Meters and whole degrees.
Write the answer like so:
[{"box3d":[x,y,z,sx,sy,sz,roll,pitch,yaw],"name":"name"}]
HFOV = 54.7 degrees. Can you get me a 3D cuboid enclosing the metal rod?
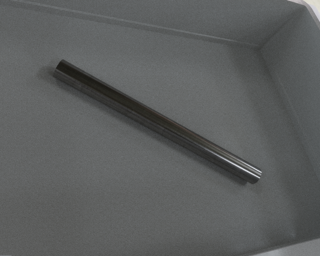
[{"box3d":[0.005,-0.003,0.409,0.301,0.025,0.025,29,52,-11],"name":"metal rod"}]
